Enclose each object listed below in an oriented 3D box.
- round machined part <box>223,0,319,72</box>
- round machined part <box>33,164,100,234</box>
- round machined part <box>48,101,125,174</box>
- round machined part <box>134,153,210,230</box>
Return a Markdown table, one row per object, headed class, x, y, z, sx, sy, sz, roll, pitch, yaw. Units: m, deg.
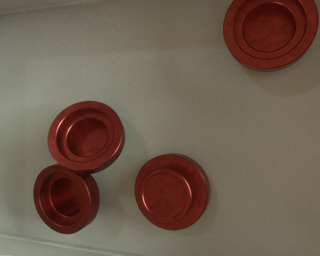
| class | x | y | z | sx | sy | sz | roll | pitch | yaw |
| --- | --- | --- | --- | --- | --- | --- | --- | --- | --- |
| round machined part | 0.126 | -0.113 | 0.357 | 0.098 | 0.042 | 0.097 | 0 | 90 | 19 |
| round machined part | -0.127 | 0.096 | 0.441 | 0.098 | 0.042 | 0.097 | 3 | 97 | 22 |
| round machined part | -0.096 | 0.016 | 0.421 | 0.099 | 0.042 | 0.098 | -1 | 67 | 4 |
| round machined part | 0.012 | 0.083 | 0.397 | 0.098 | 0.042 | 0.097 | 0 | 90 | 19 |
